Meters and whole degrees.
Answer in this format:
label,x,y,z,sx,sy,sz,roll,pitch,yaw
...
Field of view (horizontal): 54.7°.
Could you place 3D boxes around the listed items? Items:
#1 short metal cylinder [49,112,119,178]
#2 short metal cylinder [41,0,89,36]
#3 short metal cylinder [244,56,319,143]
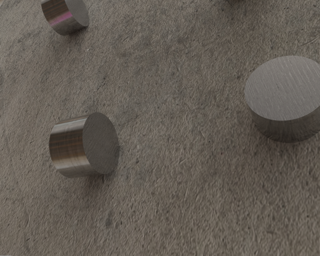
label,x,y,z,sx,sy,sz,roll,pitch,yaw
short metal cylinder,-0.096,0.023,0.405,0.050,0.080,0.080,-11,57,23
short metal cylinder,-0.183,-0.228,0.605,0.050,0.080,0.080,-18,55,18
short metal cylinder,0.137,-0.031,0.334,0.080,0.050,0.080,-13,56,21
